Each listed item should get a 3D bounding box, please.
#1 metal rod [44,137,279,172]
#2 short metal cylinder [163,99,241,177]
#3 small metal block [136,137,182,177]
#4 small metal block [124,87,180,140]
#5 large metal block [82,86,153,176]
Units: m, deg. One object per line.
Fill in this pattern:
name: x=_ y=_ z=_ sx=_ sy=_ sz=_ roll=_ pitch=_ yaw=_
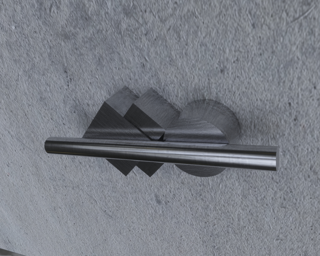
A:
metal rod: x=-0.020 y=0.027 z=0.368 sx=0.300 sy=0.025 sz=0.025 roll=1 pitch=119 yaw=27
short metal cylinder: x=0.051 y=0.012 z=0.371 sx=0.080 sy=0.050 sz=0.079 roll=13 pitch=124 yaw=21
small metal block: x=0.000 y=0.030 z=0.412 sx=0.025 sy=0.050 sz=0.050 roll=41 pitch=129 yaw=0
small metal block: x=-0.008 y=-0.018 z=0.386 sx=0.050 sy=0.050 sz=0.025 roll=40 pitch=129 yaw=0
large metal block: x=-0.046 y=0.005 z=0.418 sx=0.080 sy=0.050 sz=0.080 roll=41 pitch=129 yaw=0
